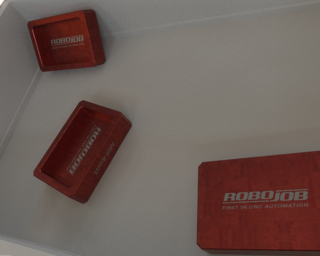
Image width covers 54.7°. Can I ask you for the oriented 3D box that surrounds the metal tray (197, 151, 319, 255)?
[{"bbox_3d":[0.104,0.074,0.302,0.130,0.030,0.090,-9,58,23],"label":"metal tray"}]

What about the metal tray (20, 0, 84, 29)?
[{"bbox_3d":[-0.242,-0.258,0.687,0.130,0.030,0.090,15,69,33],"label":"metal tray"}]

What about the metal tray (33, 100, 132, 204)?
[{"bbox_3d":[-0.109,0.029,0.439,0.090,0.030,0.130,18,71,34],"label":"metal tray"}]

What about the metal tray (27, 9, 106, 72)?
[{"bbox_3d":[-0.164,-0.149,0.540,0.130,0.089,0.030,1,21,28],"label":"metal tray"}]
